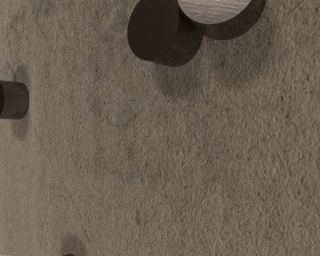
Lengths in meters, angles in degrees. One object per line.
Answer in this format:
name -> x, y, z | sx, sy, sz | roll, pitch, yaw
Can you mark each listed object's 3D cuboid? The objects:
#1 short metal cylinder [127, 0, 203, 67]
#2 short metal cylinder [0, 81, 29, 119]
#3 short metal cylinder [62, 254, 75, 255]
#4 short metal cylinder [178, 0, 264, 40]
short metal cylinder -> 0.006, -0.119, 0.382 | 0.080, 0.050, 0.079 | 0, 90, 40
short metal cylinder -> -0.317, -0.058, 0.646 | 0.080, 0.050, 0.079 | 0, 90, 39
short metal cylinder -> -0.169, 0.262, 0.525 | 0.080, 0.050, 0.079 | 0, 90, 39
short metal cylinder -> 0.064, -0.138, 0.322 | 0.080, 0.050, 0.080 | -2, 86, 23
